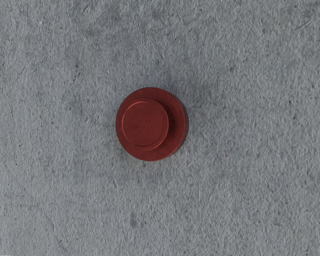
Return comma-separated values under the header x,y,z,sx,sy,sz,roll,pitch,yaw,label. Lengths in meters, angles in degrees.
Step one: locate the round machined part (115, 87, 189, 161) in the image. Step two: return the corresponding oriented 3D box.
x,y,z,sx,sy,sz,roll,pitch,yaw,label
-0.015,-0.005,0.405,0.098,0.042,0.097,0,90,19,round machined part
